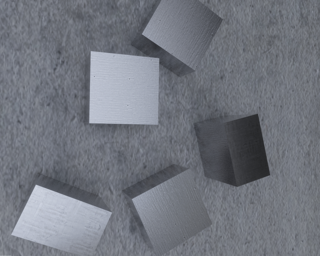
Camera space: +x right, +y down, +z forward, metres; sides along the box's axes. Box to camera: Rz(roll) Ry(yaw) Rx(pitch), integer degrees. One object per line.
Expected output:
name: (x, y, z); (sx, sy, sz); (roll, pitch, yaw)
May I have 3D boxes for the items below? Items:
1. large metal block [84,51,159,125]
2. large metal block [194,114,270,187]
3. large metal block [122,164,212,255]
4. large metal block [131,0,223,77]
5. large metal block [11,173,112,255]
large metal block: (-0.048, -0.045, 0.379); (0.081, 0.050, 0.079); (1, 90, -21)
large metal block: (0.093, 0.026, 0.416); (0.050, 0.080, 0.080); (-14, 95, -20)
large metal block: (0.008, 0.102, 0.400); (0.081, 0.050, 0.080); (-25, 99, -19)
large metal block: (0.022, -0.125, 0.405); (0.080, 0.050, 0.080); (31, 80, -18)
large metal block: (-0.108, 0.093, 0.341); (0.080, 0.080, 0.050); (26, 81, -19)
